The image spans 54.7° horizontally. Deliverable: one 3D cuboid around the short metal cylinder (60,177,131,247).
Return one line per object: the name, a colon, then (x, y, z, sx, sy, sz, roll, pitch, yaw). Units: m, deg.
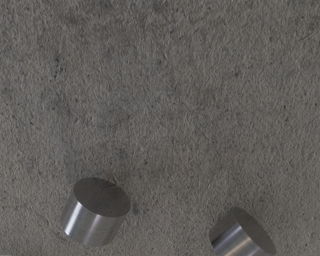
short metal cylinder: (-0.087, 0.112, 0.421, 0.080, 0.080, 0.050, 24, 108, -9)

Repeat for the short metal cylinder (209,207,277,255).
short metal cylinder: (0.116, 0.160, 0.440, 0.080, 0.080, 0.050, 38, 106, -13)
